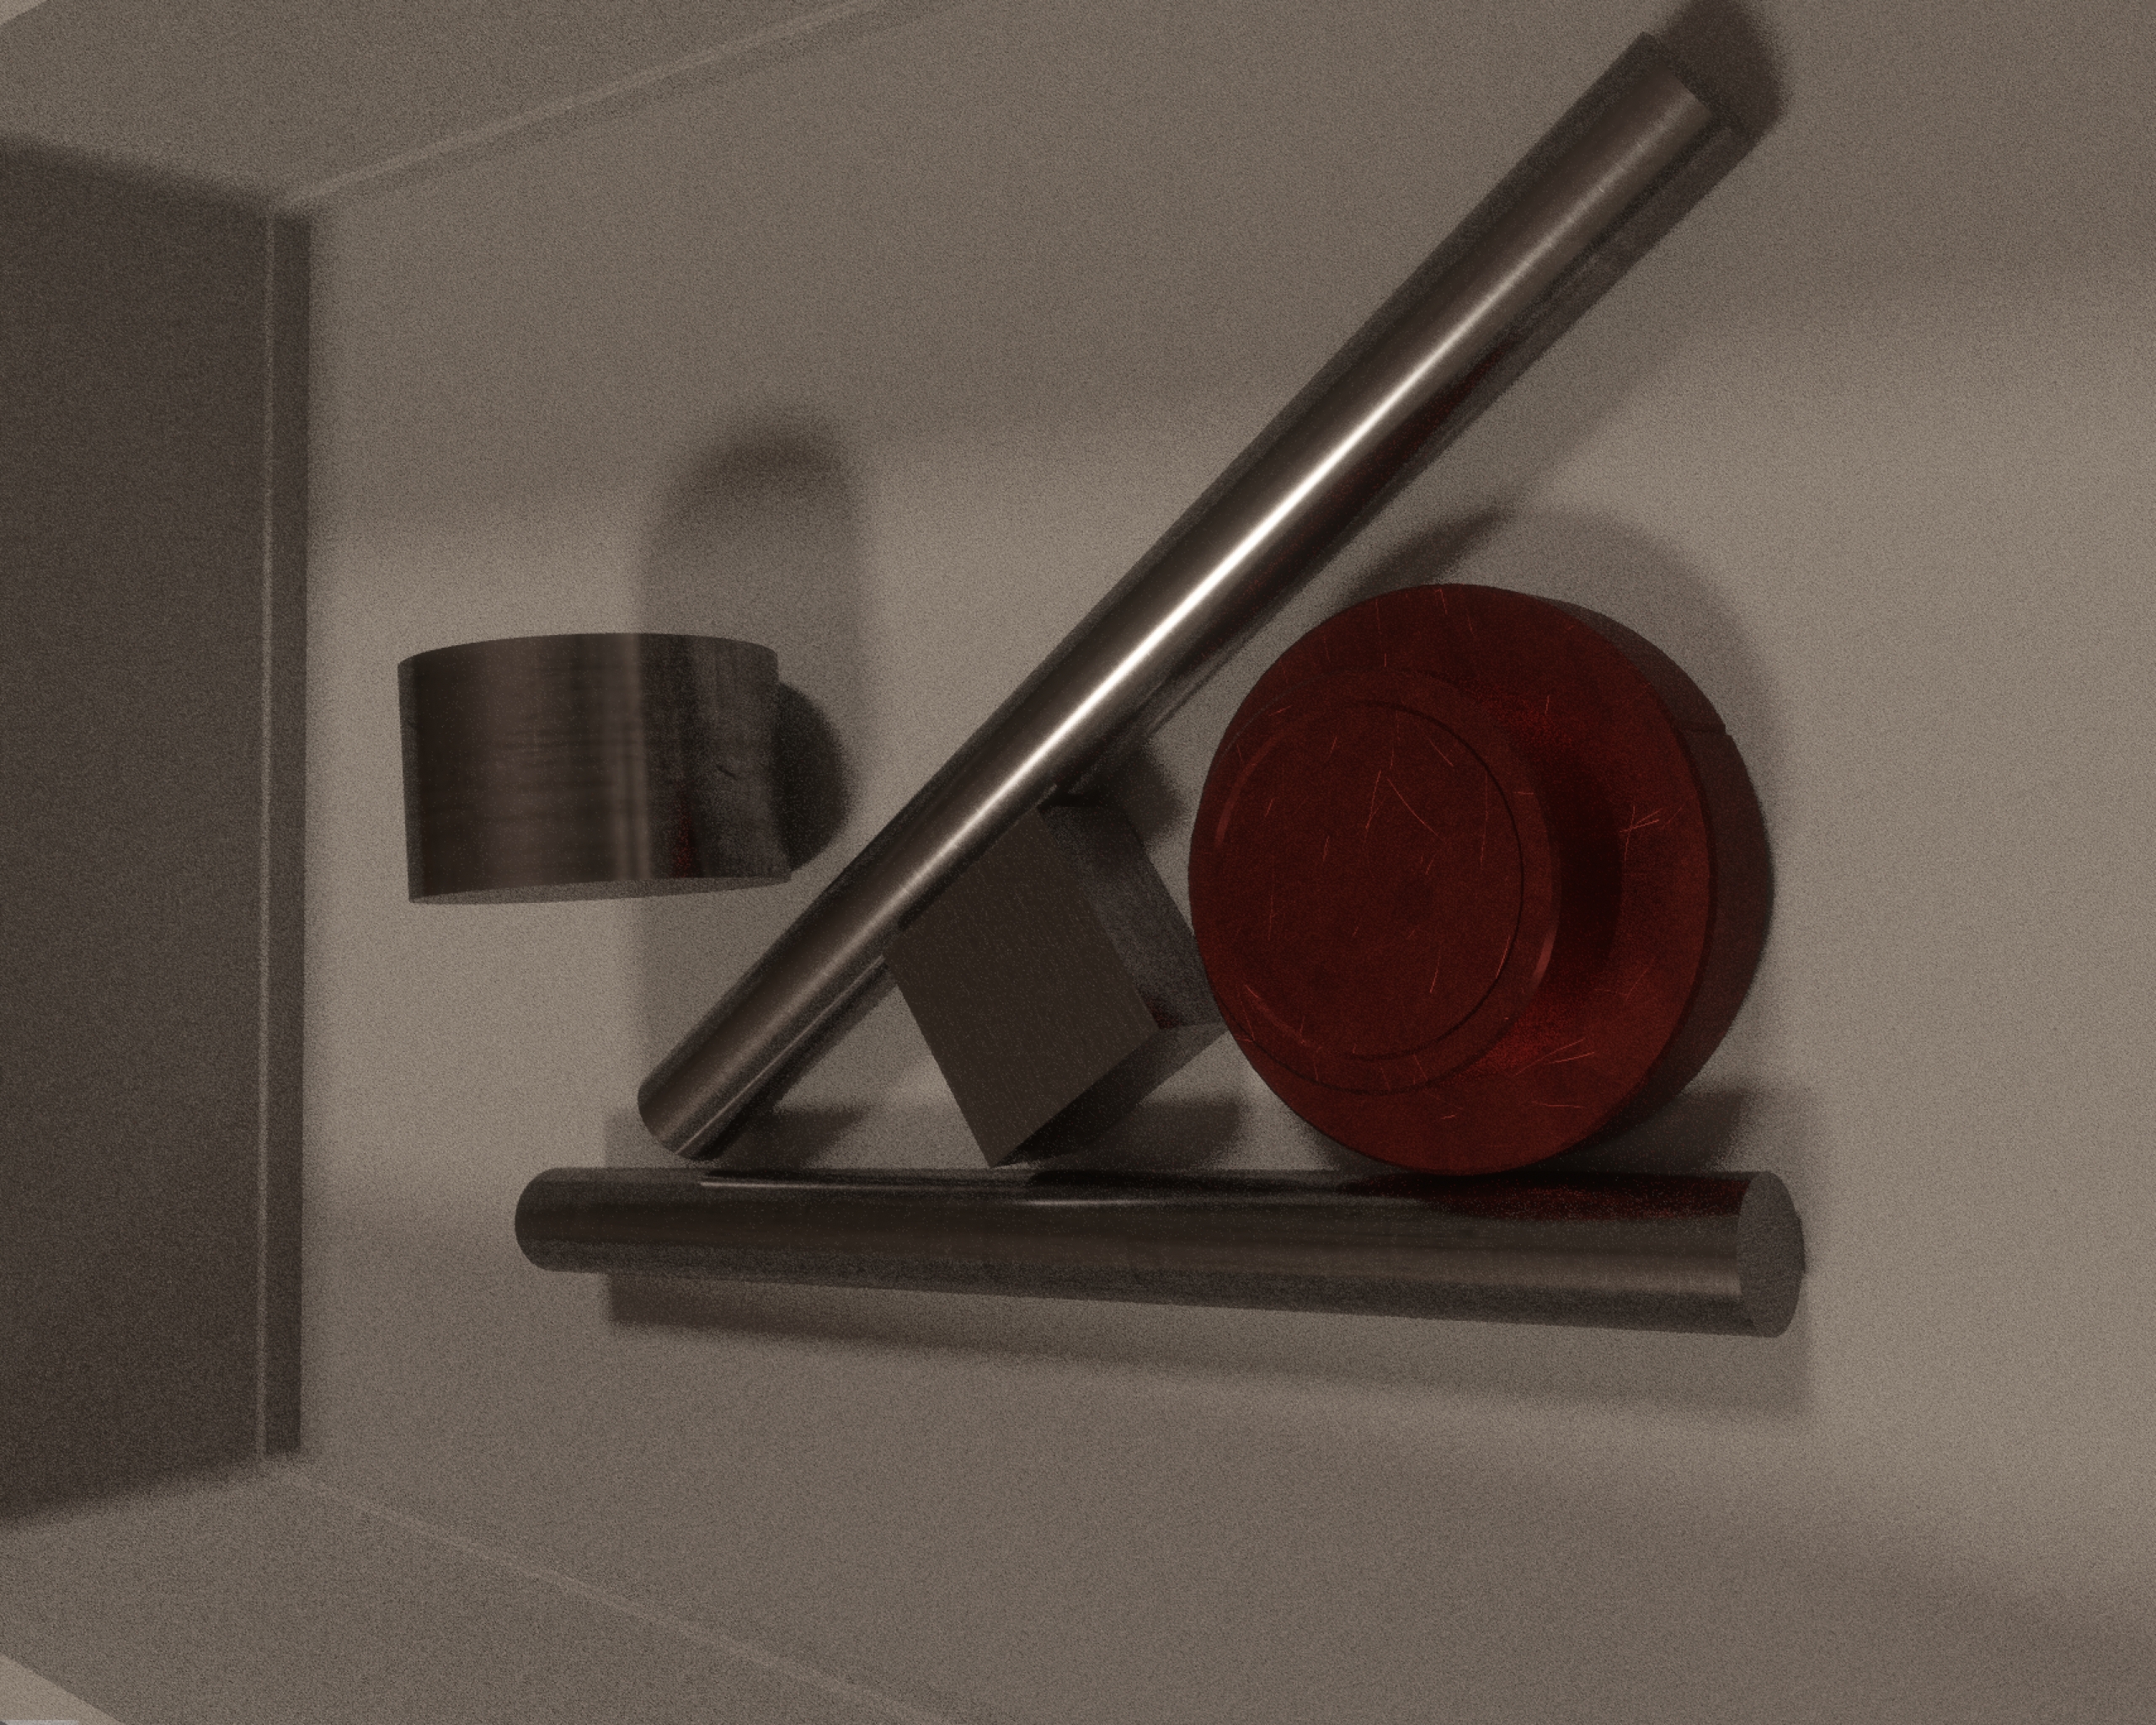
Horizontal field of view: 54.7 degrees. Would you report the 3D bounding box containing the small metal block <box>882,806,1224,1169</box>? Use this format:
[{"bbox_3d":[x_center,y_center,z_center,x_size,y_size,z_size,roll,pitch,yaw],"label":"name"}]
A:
[{"bbox_3d":[-0.004,0.024,0.406,0.050,0.025,0.050,-43,65,31],"label":"small metal block"}]

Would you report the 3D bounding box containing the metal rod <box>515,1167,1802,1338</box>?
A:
[{"bbox_3d":[-0.010,0.073,0.411,0.300,0.025,0.025,-7,86,39],"label":"metal rod"}]

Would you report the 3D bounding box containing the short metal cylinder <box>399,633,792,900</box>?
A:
[{"bbox_3d":[-0.104,-0.018,0.453,0.080,0.081,0.050,-6,86,39],"label":"short metal cylinder"}]

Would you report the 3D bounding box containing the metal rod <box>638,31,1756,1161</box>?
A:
[{"bbox_3d":[0.004,-0.031,0.400,0.299,0.025,0.025,-44,64,31],"label":"metal rod"}]

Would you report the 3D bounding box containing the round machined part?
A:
[{"bbox_3d":[0.058,0.003,0.343,0.098,0.042,0.097,0,90,39],"label":"round machined part"}]
